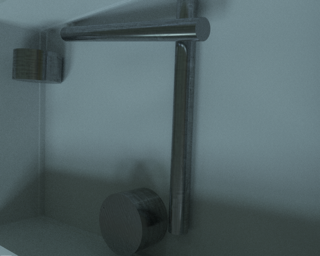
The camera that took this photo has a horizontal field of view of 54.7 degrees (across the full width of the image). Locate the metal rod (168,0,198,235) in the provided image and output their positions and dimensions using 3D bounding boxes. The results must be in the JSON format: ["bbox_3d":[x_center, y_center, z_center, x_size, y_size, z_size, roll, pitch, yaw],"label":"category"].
[{"bbox_3d":[0.028,-0.020,0.381,0.025,0.025,0.298,3,92,39],"label":"metal rod"}]

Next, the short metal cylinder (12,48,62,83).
[{"bbox_3d":[-0.215,-0.107,0.545,0.080,0.081,0.050,6,94,39],"label":"short metal cylinder"}]

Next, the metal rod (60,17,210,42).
[{"bbox_3d":[-0.058,-0.133,0.432,0.300,0.025,0.025,16,100,44],"label":"metal rod"}]

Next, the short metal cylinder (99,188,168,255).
[{"bbox_3d":[-0.036,0.124,0.418,0.080,0.050,0.079,0,90,39],"label":"short metal cylinder"}]
